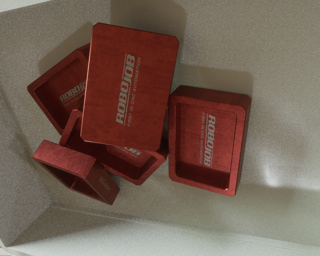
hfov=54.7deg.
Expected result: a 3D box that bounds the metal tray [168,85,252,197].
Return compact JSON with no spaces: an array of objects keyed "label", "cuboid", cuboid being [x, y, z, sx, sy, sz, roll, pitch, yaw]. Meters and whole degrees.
[{"label":"metal tray","cuboid":[0.057,0.017,0.383,0.090,0.030,0.129,12,124,21]}]

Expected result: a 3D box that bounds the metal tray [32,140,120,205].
[{"label":"metal tray","cuboid":[-0.122,0.071,0.472,0.090,0.030,0.130,16,154,19]}]

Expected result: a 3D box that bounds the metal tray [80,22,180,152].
[{"label":"metal tray","cuboid":[-0.035,-0.044,0.349,0.091,0.030,0.129,9,105,-4]}]

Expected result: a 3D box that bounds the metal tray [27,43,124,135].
[{"label":"metal tray","cuboid":[-0.117,-0.048,0.433,0.130,0.030,0.090,-22,107,36]}]

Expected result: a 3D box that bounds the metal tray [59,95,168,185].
[{"label":"metal tray","cuboid":[-0.062,0.021,0.420,0.131,0.030,0.089,29,137,-10]}]
